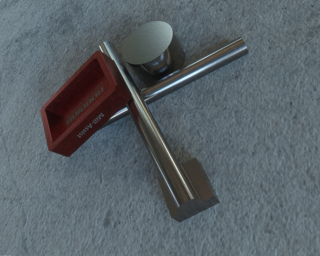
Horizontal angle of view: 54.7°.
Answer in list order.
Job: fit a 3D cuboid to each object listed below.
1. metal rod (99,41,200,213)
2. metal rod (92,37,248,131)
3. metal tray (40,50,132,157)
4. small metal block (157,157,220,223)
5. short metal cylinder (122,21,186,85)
[{"bbox_3d":[-0.028,-0.025,0.402,0.025,0.025,0.300,-34,52,6],"label":"metal rod"},{"bbox_3d":[-0.020,-0.045,0.442,0.301,0.025,0.025,-26,53,11],"label":"metal rod"},{"bbox_3d":[-0.106,-0.034,0.427,0.130,0.030,0.090,-41,50,15],"label":"metal tray"},{"bbox_3d":[0.031,0.069,0.345,0.050,0.025,0.050,-29,52,9],"label":"small metal block"},{"bbox_3d":[-0.009,-0.111,0.459,0.080,0.050,0.080,-13,56,20],"label":"short metal cylinder"}]
